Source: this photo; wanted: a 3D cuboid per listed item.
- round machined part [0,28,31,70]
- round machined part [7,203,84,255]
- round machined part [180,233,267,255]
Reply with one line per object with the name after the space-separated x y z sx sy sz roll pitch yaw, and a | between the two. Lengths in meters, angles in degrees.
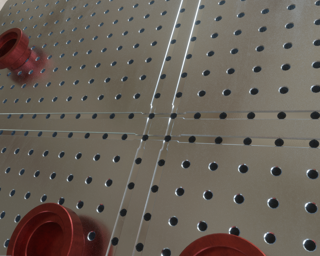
-0.321 -0.165 0.670 0.098 0.042 0.098 -13 56 21 | round machined part
-0.134 0.145 0.380 0.098 0.042 0.098 -13 56 21 | round machined part
0.060 0.148 0.275 0.098 0.042 0.098 -13 56 21 | round machined part
